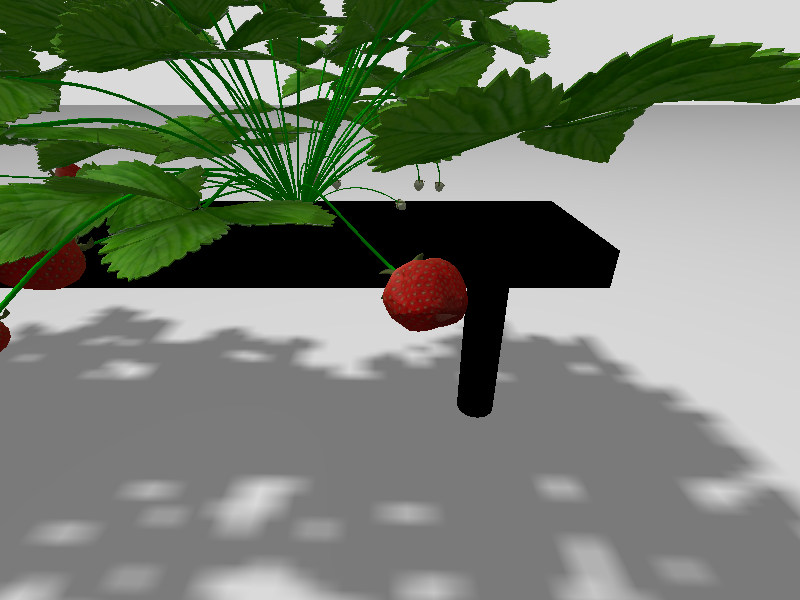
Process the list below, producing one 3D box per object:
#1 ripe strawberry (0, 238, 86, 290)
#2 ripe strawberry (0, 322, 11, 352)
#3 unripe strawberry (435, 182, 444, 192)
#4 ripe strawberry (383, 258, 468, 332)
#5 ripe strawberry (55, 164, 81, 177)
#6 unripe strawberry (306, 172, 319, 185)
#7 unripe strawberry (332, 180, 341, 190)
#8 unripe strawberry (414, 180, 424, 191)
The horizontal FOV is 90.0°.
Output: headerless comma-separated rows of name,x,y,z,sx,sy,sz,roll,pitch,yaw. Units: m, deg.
ripe strawberry,-0.204,-0.023,0.223,0.039,0.041,0.042,21,34,34
ripe strawberry,-0.178,0.015,0.164,0.021,0.024,0.023,11,46,20
unripe strawberry,0.042,-0.121,0.430,0.010,0.010,0.009,-17,32,-29
ripe strawberry,0.013,-0.001,0.181,0.038,0.035,0.035,-14,31,-25
ripe strawberry,-0.367,-0.139,0.449,0.031,0.031,0.034,-16,32,-29
unripe strawberry,-0.104,-0.146,0.477,0.017,0.020,0.019,-3,8,-5
unripe strawberry,-0.073,-0.132,0.458,0.011,0.011,0.011,4,28,7
unripe strawberry,0.020,-0.124,0.434,0.010,0.011,0.011,-21,34,-34
